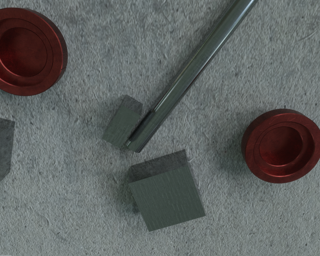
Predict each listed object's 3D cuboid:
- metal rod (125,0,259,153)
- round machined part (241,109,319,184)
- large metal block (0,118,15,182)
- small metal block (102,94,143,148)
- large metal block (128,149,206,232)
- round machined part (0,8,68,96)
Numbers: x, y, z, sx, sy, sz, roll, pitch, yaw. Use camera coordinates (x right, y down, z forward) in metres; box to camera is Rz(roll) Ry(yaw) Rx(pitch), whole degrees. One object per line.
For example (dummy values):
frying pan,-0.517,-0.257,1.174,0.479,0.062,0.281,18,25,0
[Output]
metal rod,0.052,-0.088,0.377,0.025,0.025,0.299,34,106,-12
round machined part,0.156,0.021,0.410,0.099,0.042,0.097,0,110,0
large metal block,-0.244,0.026,0.404,0.080,0.050,0.079,14,110,-5
small metal block,-0.046,-0.010,0.392,0.025,0.050,0.050,30,107,-11
large metal block,0.010,0.086,0.428,0.080,0.050,0.080,-18,109,6
round machined part,-0.158,-0.090,0.366,0.099,0.042,0.097,0,110,0
